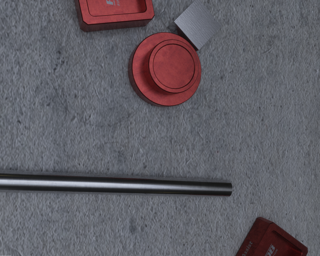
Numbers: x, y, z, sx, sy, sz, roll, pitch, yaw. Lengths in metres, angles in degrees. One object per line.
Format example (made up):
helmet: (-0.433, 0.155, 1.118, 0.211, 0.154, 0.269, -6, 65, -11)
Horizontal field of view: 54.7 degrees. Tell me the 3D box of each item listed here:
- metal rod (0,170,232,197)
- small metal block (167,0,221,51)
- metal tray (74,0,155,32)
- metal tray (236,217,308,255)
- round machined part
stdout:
metal rod: (-0.044, 0.073, 0.393, 0.302, 0.025, 0.025, 6, 88, -20)
small metal block: (0.047, -0.140, 0.428, 0.050, 0.025, 0.050, 45, 76, -15)
metal tray: (-0.064, -0.191, 0.382, 0.091, 0.030, 0.129, -13, 95, -20)
metal tray: (0.156, 0.214, 0.466, 0.090, 0.030, 0.130, 38, 78, -17)
round machined part: (0.011, -0.077, 0.405, 0.099, 0.042, 0.097, 0, 90, -21)
